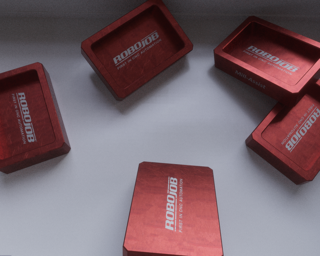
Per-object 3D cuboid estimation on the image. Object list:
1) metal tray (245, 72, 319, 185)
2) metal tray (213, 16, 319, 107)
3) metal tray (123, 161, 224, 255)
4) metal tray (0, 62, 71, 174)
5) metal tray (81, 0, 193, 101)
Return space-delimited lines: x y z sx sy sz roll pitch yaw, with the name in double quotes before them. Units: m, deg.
"metal tray" 0.189 -0.002 0.409 0.090 0.030 0.130 40 74 13
"metal tray" 0.151 -0.096 0.424 0.130 0.030 0.090 37 73 29
"metal tray" 0.015 0.090 0.335 0.091 0.030 0.130 5 32 1
"metal tray" -0.182 -0.015 0.410 0.091 0.030 0.130 -19 71 -8
"metal tray" -0.031 -0.110 0.430 0.131 0.030 0.090 -37 96 -13
